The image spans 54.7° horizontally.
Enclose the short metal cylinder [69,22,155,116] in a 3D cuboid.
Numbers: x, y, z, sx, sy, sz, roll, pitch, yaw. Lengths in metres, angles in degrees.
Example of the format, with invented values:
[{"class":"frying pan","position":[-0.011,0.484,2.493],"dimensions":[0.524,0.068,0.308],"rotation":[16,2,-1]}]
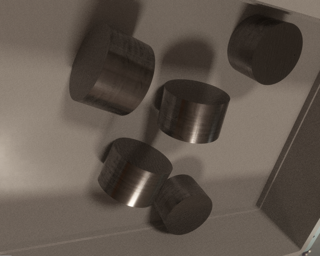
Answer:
[{"class":"short metal cylinder","position":[-0.050,-0.057,0.311],"dimensions":[0.050,0.080,0.080],"rotation":[19,108,-36]}]

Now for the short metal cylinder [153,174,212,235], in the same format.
[{"class":"short metal cylinder","position":[0.035,0.120,0.488],"dimensions":[0.081,0.050,0.079],"rotation":[-14,125,-21]}]

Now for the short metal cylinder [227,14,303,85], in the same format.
[{"class":"short metal cylinder","position":[0.137,-0.103,0.406],"dimensions":[0.081,0.050,0.079],"rotation":[-14,125,-21]}]

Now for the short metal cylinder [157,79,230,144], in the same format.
[{"class":"short metal cylinder","position":[0.040,-0.023,0.383],"dimensions":[0.081,0.080,0.050],"rotation":[-4,120,-27]}]

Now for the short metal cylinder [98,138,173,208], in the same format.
[{"class":"short metal cylinder","position":[-0.031,0.055,0.391],"dimensions":[0.081,0.080,0.050],"rotation":[15,110,-35]}]
